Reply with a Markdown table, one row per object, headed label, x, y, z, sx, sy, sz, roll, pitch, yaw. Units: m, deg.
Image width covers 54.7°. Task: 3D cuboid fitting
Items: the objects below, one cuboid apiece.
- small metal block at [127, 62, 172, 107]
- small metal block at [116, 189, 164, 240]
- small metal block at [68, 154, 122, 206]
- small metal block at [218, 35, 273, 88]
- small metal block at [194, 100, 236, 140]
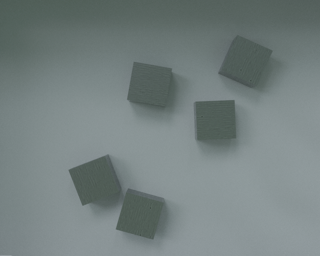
| label | x | y | z | sx | sy | sz | roll | pitch | yaw |
| --- | --- | --- | --- | --- | --- | --- | --- | --- | --- |
| small metal block | -0.013 | -0.057 | 0.411 | 0.050 | 0.025 | 0.050 | 10 | 90 | 0 |
| small metal block | -0.026 | 0.113 | 0.411 | 0.050 | 0.025 | 0.050 | 16 | 90 | 0 |
| small metal block | -0.085 | 0.068 | 0.411 | 0.050 | 0.025 | 0.050 | -21 | 90 | 0 |
| small metal block | 0.113 | -0.087 | 0.412 | 0.050 | 0.025 | 0.050 | 24 | 90 | 0 |
| small metal block | 0.072 | -0.010 | 0.412 | 0.050 | 0.025 | 0.050 | -2 | 90 | 0 |
